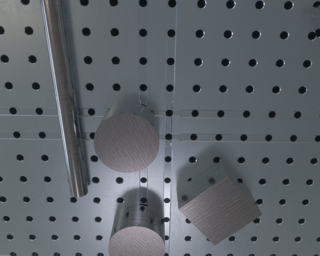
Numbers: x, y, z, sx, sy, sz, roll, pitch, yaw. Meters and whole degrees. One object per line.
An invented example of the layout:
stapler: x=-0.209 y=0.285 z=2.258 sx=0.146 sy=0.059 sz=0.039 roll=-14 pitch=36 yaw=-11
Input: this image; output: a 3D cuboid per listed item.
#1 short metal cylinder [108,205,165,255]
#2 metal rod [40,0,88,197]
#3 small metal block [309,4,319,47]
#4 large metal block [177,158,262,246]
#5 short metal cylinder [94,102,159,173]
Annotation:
short metal cylinder: x=-0.033 y=0.163 z=0.460 sx=0.081 sy=0.050 sz=0.079 roll=0 pitch=110 yaw=0
metal rod: x=-0.121 y=-0.046 z=0.395 sx=0.025 sy=0.025 sz=0.298 roll=-2 pitch=110 yaw=0
small metal block: x=0.214 y=-0.129 z=0.368 sx=0.050 sy=0.025 sz=0.050 roll=-22 pitch=109 yaw=8
large metal block: x=0.081 y=0.104 z=0.439 sx=0.080 sy=0.050 sz=0.080 roll=-39 pitch=106 yaw=13
short metal cylinder: x=-0.041 y=0.011 z=0.404 sx=0.081 sy=0.050 sz=0.079 roll=0 pitch=110 yaw=0
